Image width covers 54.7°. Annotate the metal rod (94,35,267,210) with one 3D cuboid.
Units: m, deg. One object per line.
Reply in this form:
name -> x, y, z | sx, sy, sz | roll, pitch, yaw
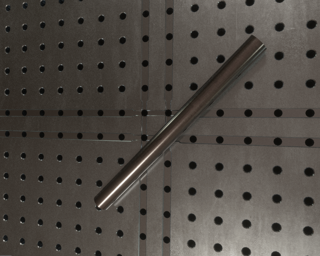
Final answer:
metal rod -> 0.017, 0.002, 0.405 | 0.299, 0.025, 0.025 | -46, 76, 14
